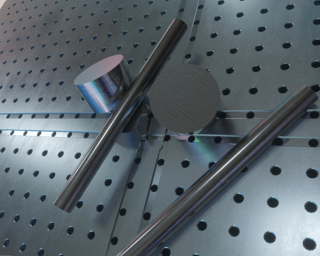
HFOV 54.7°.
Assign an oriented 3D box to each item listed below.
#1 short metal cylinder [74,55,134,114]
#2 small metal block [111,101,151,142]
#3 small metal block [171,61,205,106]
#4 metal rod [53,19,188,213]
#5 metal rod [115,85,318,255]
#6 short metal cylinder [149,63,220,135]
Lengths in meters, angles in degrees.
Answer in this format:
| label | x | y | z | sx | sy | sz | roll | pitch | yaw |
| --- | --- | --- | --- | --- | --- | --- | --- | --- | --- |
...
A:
| label | x | y | z | sx | sy | sz | roll | pitch | yaw |
| --- | --- | --- | --- | --- | --- | --- | --- | --- | --- |
| short metal cylinder | -0.078 | -0.065 | 0.455 | 0.080 | 0.050 | 0.080 | -21 | 30 | 13 |
| small metal block | -0.044 | -0.009 | 0.437 | 0.050 | 0.025 | 0.050 | -6 | 59 | 25 |
| small metal block | 0.034 | -0.056 | 0.425 | 0.050 | 0.025 | 0.050 | -32 | 52 | 7 |
| metal rod | -0.045 | -0.027 | 0.416 | 0.025 | 0.025 | 0.300 | 20 | 72 | 35 |
| metal rod | 0.055 | 0.062 | 0.341 | 0.300 | 0.025 | 0.025 | -42 | 51 | -1 |
| short metal cylinder | 0.032 | -0.032 | 0.374 | 0.080 | 0.050 | 0.080 | -1 | 86 | 11 |
